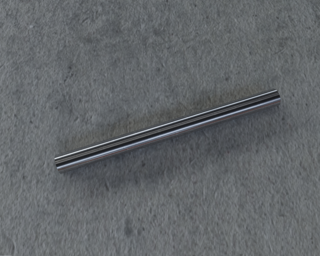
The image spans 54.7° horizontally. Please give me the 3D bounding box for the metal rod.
[{"bbox_3d":[0.015,0.002,0.407,0.302,0.025,0.025,-17,71,-7],"label":"metal rod"}]
